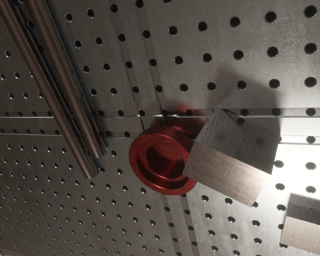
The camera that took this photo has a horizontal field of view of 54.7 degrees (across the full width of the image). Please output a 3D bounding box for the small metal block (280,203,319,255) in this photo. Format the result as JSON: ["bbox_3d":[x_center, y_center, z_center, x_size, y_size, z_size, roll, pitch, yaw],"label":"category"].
[{"bbox_3d":[0.184,0.128,0.393,0.050,0.025,0.050,12,123,21],"label":"small metal block"}]

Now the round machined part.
[{"bbox_3d":[0.011,0.040,0.418,0.098,0.042,0.097,13,124,20],"label":"round machined part"}]

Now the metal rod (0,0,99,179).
[{"bbox_3d":[-0.163,-0.052,0.462,0.025,0.025,0.298,-7,115,31],"label":"metal rod"}]

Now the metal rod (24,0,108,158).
[{"bbox_3d":[-0.135,-0.090,0.424,0.025,0.025,0.298,-4,117,29],"label":"metal rod"}]

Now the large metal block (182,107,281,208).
[{"bbox_3d":[0.082,0.029,0.350,0.080,0.080,0.050,25,127,12],"label":"large metal block"}]
